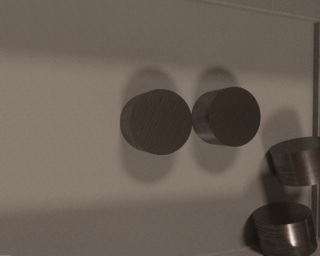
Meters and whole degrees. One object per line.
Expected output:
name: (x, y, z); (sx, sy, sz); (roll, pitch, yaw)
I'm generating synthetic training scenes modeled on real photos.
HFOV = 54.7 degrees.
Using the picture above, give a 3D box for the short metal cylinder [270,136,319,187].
short metal cylinder: (0.211, 0.048, 0.461); (0.081, 0.080, 0.050); (-18, 96, -20)

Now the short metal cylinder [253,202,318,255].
short metal cylinder: (0.181, 0.147, 0.450); (0.081, 0.080, 0.050); (-14, 95, -20)

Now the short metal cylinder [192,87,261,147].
short metal cylinder: (0.091, -0.015, 0.432); (0.081, 0.050, 0.079); (0, 90, -21)

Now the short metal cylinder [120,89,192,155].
short metal cylinder: (-0.006, -0.007, 0.396); (0.081, 0.050, 0.079); (0, 90, -21)
